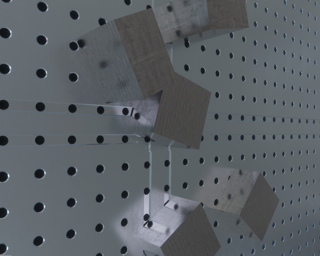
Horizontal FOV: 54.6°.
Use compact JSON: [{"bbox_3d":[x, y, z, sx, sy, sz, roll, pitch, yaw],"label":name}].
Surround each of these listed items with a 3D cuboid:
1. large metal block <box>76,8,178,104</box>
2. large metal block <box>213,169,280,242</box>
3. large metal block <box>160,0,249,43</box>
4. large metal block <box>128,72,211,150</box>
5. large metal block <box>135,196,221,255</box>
[{"bbox_3d":[-0.037,-0.075,0.341,0.050,0.080,0.080,-33,111,-35],"label":"large metal block"},{"bbox_3d":[0.145,0.126,0.513,0.080,0.050,0.080,50,61,-28],"label":"large metal block"},{"bbox_3d":[0.060,-0.151,0.422,0.081,0.080,0.050,-17,101,-39],"label":"large metal block"},{"bbox_3d":[0.014,-0.022,0.404,0.080,0.050,0.080,22,76,-38],"label":"large metal block"},{"bbox_3d":[0.026,0.152,0.414,0.080,0.050,0.080,-38,114,-33],"label":"large metal block"}]
